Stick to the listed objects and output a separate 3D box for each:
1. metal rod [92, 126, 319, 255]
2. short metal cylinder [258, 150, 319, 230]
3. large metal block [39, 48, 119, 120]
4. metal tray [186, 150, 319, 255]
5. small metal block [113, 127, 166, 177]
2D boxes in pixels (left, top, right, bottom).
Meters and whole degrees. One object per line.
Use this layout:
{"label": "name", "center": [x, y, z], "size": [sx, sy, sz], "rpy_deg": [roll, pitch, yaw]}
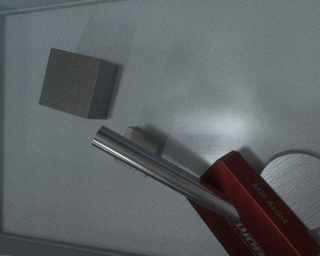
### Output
{"label": "metal rod", "center": [0.063, 0.080, 0.340], "size": [0.301, 0.025, 0.025], "rpy_deg": [29, 100, 1]}
{"label": "short metal cylinder", "center": [0.151, 0.066, 0.344], "size": [0.080, 0.050, 0.079], "rpy_deg": [0, 90, 19]}
{"label": "large metal block", "center": [-0.113, -0.061, 0.436], "size": [0.080, 0.050, 0.079], "rpy_deg": [16, 95, 19]}
{"label": "metal tray", "center": [0.094, 0.101, 0.343], "size": [0.130, 0.030, 0.089], "rpy_deg": [52, 140, 18]}
{"label": "small metal block", "center": [-0.028, 0.031, 0.419], "size": [0.050, 0.025, 0.050], "rpy_deg": [27, 99, 17]}
